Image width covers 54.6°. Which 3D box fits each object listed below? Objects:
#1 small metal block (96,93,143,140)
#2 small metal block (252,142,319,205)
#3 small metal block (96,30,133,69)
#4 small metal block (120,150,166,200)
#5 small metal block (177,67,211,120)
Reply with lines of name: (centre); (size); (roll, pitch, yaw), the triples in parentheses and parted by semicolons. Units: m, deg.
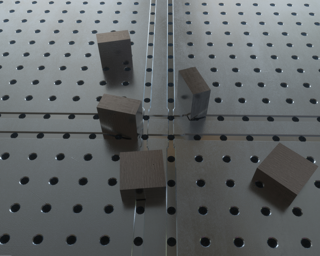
small metal block: (-0.050, -0.014, 0.403); (0.050, 0.050, 0.025); (11, 51, 9)
small metal block: (0.146, 0.053, 0.364); (0.050, 0.025, 0.050); (36, 59, 26)
small metal block: (-0.072, -0.125, 0.497); (0.050, 0.050, 0.025); (-10, 51, -8)
small metal block: (-0.020, 0.054, 0.362); (0.050, 0.025, 0.050); (-4, 50, -3)
small metal block: (0.046, -0.048, 0.432); (0.025, 0.050, 0.050); (-15, 52, -12)
